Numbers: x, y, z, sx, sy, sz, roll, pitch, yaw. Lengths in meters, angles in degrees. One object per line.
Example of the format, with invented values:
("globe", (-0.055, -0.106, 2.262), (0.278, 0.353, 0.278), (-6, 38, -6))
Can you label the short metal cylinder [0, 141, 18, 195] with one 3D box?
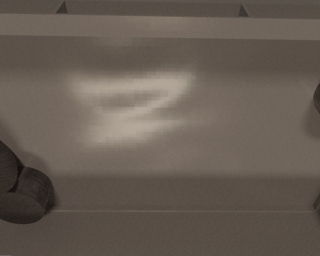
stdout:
("short metal cylinder", (-0.243, 0.058, 0.419), (0.050, 0.080, 0.080), (-20, 128, 16))

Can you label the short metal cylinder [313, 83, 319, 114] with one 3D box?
("short metal cylinder", (0.235, -0.030, 0.371), (0.081, 0.050, 0.079), (0, 130, 0))

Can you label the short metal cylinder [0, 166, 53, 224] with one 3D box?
("short metal cylinder", (-0.214, 0.104, 0.479), (0.081, 0.050, 0.079), (0, 130, 0))
